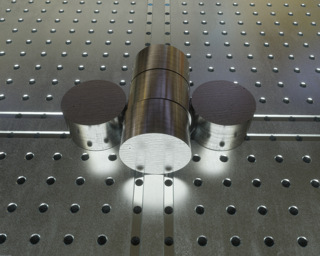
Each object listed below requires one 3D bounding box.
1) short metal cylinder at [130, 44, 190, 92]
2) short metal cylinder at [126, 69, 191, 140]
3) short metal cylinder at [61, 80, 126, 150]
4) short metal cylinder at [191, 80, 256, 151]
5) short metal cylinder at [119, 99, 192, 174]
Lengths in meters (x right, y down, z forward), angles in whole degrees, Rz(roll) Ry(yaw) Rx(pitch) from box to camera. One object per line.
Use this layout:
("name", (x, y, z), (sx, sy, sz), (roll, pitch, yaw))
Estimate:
("short metal cylinder", (0.001, -0.067, 0.427), (0.081, 0.080, 0.050), (2, 50, 1))
("short metal cylinder", (-0.001, -0.028, 0.395), (0.081, 0.080, 0.050), (2, 50, 1))
("short metal cylinder", (-0.082, -0.018, 0.404), (0.081, 0.050, 0.080), (0, 50, 0))
("short metal cylinder", (0.079, -0.017, 0.406), (0.081, 0.050, 0.080), (0, 50, 0))
("short metal cylinder", (-0.005, 0.012, 0.362), (0.081, 0.080, 0.050), (1, 50, 0))
